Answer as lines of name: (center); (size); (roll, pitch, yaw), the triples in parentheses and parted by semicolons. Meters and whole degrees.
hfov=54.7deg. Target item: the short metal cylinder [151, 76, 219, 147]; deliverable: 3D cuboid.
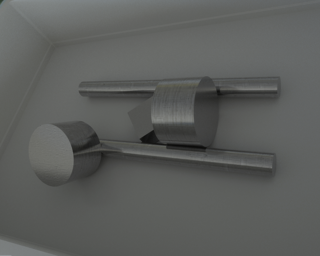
short metal cylinder: (0.032, -0.019, 0.363); (0.050, 0.080, 0.080); (2, 63, 29)

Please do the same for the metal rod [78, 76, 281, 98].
metal rod: (0.007, -0.055, 0.432); (0.300, 0.025, 0.025); (3, 64, 29)

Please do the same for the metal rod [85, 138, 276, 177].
metal rod: (-0.014, 0.031, 0.390); (0.300, 0.025, 0.025); (3, 63, 29)

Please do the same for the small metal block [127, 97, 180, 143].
small metal block: (-0.009, -0.011, 0.414); (0.050, 0.025, 0.050); (-33, 52, 6)

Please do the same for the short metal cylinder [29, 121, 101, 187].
short metal cylinder: (-0.125, 0.032, 0.410); (0.080, 0.050, 0.079); (4, 98, 29)
